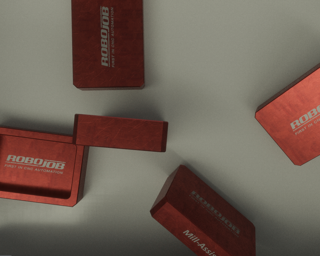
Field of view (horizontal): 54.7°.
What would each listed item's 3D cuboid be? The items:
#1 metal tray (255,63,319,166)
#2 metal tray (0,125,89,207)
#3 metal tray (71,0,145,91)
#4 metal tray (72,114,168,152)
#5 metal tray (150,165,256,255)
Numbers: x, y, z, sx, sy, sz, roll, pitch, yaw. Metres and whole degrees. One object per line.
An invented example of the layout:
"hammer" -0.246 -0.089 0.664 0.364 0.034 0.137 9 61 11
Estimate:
"metal tray" 0.197 -0.023 0.381 0.130 0.030 0.090 -40 90 29
"metal tray" -0.165 0.048 0.406 0.131 0.030 0.089 8 90 -1
"metal tray" -0.067 -0.116 0.408 0.091 0.030 0.129 -1 90 -1
"metal tray" -0.038 0.004 0.358 0.091 0.130 0.030 5 90 0
"metal tray" 0.057 0.113 0.377 0.130 0.090 0.030 41 115 0
